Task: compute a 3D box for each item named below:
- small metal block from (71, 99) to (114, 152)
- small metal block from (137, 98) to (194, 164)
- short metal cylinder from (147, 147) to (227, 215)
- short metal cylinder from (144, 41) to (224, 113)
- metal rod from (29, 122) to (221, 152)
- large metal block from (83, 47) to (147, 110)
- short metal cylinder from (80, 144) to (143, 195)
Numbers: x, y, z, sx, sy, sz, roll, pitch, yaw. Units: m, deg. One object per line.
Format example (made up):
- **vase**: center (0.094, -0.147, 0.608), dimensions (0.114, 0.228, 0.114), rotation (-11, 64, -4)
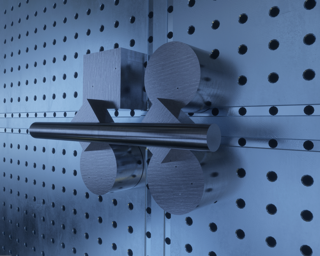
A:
- **small metal block**: center (-0.091, -0.004, 0.420), dimensions (0.050, 0.025, 0.050), rotation (-47, 62, 29)
- **small metal block**: center (0.007, 0.003, 0.339), dimensions (0.050, 0.025, 0.050), rotation (48, 118, 29)
- **short metal cylinder**: center (0.032, 0.057, 0.367), dimensions (0.080, 0.050, 0.080), rotation (0, 90, 40)
- **short metal cylinder**: center (0.028, -0.058, 0.370), dimensions (0.080, 0.050, 0.080), rotation (0, 90, 40)
- **metal rod**: center (-0.068, 0.006, 0.367), dimensions (0.300, 0.025, 0.025), rotation (1, 91, 40)
- **large metal block**: center (-0.066, -0.066, 0.447), dimensions (0.080, 0.050, 0.079), rotation (2, 91, 40)
- **short metal cylinder**: center (-0.071, 0.053, 0.451), dimensions (0.080, 0.050, 0.080), rotation (0, 90, 40)
